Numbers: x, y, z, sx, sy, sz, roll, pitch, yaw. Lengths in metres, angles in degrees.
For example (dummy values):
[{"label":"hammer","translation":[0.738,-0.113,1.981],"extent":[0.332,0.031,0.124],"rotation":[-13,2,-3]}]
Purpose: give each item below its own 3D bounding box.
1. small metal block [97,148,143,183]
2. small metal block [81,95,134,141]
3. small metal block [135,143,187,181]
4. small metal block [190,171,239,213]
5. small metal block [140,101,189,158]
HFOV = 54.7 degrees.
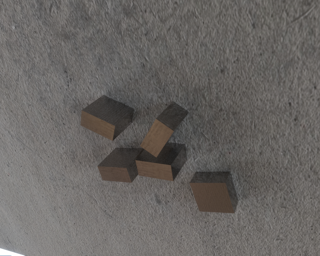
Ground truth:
[{"label":"small metal block","translation":[-0.054,0.053,0.452],"extent":[0.050,0.050,0.025],"rotation":[-1,118,28]},{"label":"small metal block","translation":[-0.070,-0.015,0.419],"extent":[0.050,0.050,0.025],"rotation":[25,127,13]},{"label":"small metal block","translation":[0.003,0.043,0.416],"extent":[0.050,0.050,0.025],"rotation":[5,121,25]},{"label":"small metal block","translation":[0.074,0.087,0.422],"extent":[0.050,0.025,0.050],"rotation":[-6,116,31]},{"label":"small metal block","translation":[0.006,0.001,0.388],"extent":[0.025,0.050,0.050],"rotation":[35,129,5]}]
